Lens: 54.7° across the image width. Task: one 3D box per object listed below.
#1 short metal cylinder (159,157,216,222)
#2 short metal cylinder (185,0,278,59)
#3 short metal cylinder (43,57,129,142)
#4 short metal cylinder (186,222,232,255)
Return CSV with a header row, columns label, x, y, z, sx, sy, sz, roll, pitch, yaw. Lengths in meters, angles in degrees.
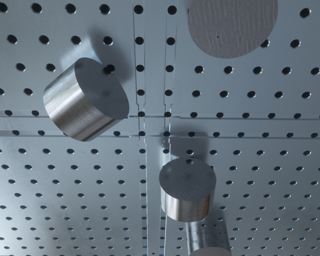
label,x,y,z,sx,sy,sz,roll,pitch,yaw
short metal cylinder,0.039,0.089,0.452,0.081,0.080,0.050,-1,130,0
short metal cylinder,0.065,-0.115,0.299,0.081,0.050,0.079,0,130,0
short metal cylinder,-0.081,-0.031,0.348,0.050,0.080,0.080,-32,123,24
short metal cylinder,0.091,0.222,0.586,0.081,0.050,0.079,0,130,0
